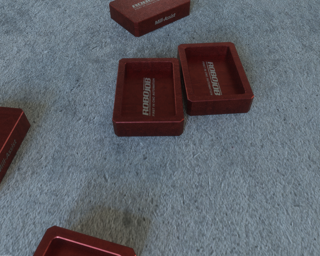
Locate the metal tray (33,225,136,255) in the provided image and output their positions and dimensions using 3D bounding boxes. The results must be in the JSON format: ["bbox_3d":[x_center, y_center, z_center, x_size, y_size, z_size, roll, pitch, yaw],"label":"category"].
[{"bbox_3d":[-0.082,0.160,0.264,0.090,0.030,0.130,13,51,10],"label":"metal tray"}]

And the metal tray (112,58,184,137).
[{"bbox_3d":[-0.016,-0.048,0.439,0.091,0.030,0.130,0,50,-1],"label":"metal tray"}]

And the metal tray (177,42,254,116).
[{"bbox_3d":[0.078,-0.077,0.465,0.091,0.030,0.130,-3,50,-3],"label":"metal tray"}]

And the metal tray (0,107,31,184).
[{"bbox_3d":[-0.228,0.029,0.374,0.090,0.030,0.130,6,50,4],"label":"metal tray"}]

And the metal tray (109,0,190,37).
[{"bbox_3d":[-0.018,-0.228,0.591,0.131,0.030,0.090,-31,57,-24],"label":"metal tray"}]
